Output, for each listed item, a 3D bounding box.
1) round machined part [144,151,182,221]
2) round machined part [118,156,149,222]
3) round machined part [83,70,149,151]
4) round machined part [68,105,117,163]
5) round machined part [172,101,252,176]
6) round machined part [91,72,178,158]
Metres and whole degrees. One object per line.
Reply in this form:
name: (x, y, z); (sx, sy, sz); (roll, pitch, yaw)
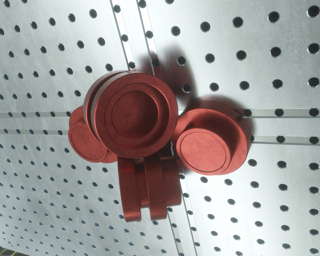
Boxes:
round machined part: (0.003, 0.073, 0.420); (0.042, 0.098, 0.097); (-7, 120, -4)
round machined part: (-0.030, 0.075, 0.421); (0.042, 0.098, 0.097); (-7, 120, -4)
round machined part: (-0.047, -0.024, 0.390); (0.042, 0.099, 0.098); (31, 144, 63)
round machined part: (-0.095, 0.012, 0.458); (0.098, 0.042, 0.097); (13, 124, 21)
round machined part: (0.059, 0.019, 0.382); (0.098, 0.042, 0.097); (13, 124, 21)
round machined part: (-0.032, -0.017, 0.362); (0.042, 0.099, 0.098); (31, 144, 63)
